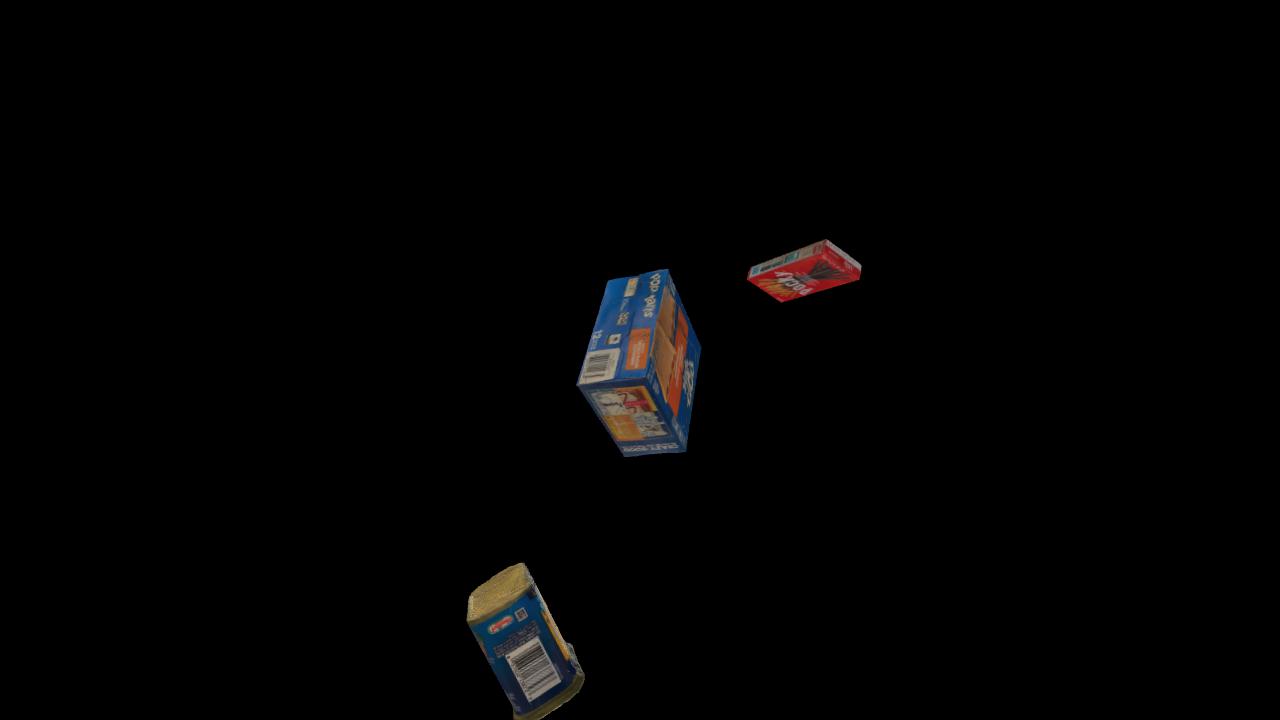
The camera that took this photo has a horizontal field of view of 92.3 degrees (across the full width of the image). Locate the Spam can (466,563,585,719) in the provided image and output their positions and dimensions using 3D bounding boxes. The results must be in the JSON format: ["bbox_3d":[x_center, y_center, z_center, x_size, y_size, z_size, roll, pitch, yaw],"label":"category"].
[{"bbox_3d":[-0.092,0.216,0.482,0.058,0.085,0.101,-27,1,-16],"label":"Spam can"}]

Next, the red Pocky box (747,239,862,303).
[{"bbox_3d":[0.243,-0.129,0.921,0.083,0.028,0.155,26,-21,-28],"label":"red Pocky box"}]

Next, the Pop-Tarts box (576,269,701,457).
[{"bbox_3d":[0.008,0.004,0.723,0.083,0.167,0.141,-6,-43,22],"label":"Pop-Tarts box"}]
